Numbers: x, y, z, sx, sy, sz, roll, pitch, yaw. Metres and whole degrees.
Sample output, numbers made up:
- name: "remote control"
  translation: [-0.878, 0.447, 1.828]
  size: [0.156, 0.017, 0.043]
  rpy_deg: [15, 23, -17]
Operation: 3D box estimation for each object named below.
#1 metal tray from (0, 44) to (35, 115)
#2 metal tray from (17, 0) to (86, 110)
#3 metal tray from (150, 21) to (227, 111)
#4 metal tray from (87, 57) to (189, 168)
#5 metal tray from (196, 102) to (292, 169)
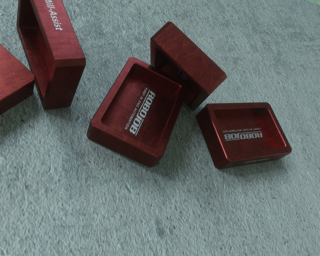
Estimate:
- name: "metal tray"
  translation: [-0.213, -0.066, 0.326]
  size: [0.130, 0.030, 0.090]
  rpy_deg: [42, 51, 1]
- name: "metal tray"
  translation: [-0.128, -0.097, 0.352]
  size: [0.030, 0.090, 0.130]
  rpy_deg: [-12, 68, -33]
- name: "metal tray"
  translation: [0.030, -0.072, 0.399]
  size: [0.090, 0.130, 0.030]
  rpy_deg: [44, 85, 2]
- name: "metal tray"
  translation: [-0.024, -0.024, 0.396]
  size: [0.090, 0.030, 0.130]
  rpy_deg: [26, 52, -5]
- name: "metal tray"
  translation: [0.127, 0.008, 0.463]
  size: [0.131, 0.030, 0.090]
  rpy_deg: [-4, 64, -30]
